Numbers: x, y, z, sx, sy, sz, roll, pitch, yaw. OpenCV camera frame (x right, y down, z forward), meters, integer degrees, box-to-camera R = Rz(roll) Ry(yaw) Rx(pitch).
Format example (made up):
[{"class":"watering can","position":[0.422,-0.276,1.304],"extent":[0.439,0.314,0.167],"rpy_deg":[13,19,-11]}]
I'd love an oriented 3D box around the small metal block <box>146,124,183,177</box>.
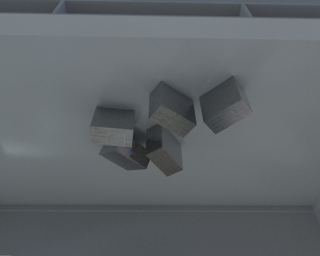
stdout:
[{"class":"small metal block","position":[0.006,0.029,0.417],"extent":[0.025,0.050,0.050],"rpy_deg":[-27,125,21]}]

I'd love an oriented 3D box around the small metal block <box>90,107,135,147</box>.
[{"class":"small metal block","position":[-0.058,-0.002,0.388],"extent":[0.050,0.050,0.025],"rpy_deg":[5,120,-5]}]

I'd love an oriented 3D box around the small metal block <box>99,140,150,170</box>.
[{"class":"small metal block","position":[-0.047,0.035,0.424],"extent":[0.050,0.025,0.050],"rpy_deg":[35,152,-27]}]

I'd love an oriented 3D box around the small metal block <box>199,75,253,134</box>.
[{"class":"small metal block","position":[0.077,-0.028,0.370],"extent":[0.050,0.050,0.025],"rpy_deg":[-32,123,24]}]

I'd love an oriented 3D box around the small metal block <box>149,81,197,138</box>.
[{"class":"small metal block","position":[0.015,-0.023,0.373],"extent":[0.050,0.050,0.025],"rpy_deg":[28,124,-22]}]
